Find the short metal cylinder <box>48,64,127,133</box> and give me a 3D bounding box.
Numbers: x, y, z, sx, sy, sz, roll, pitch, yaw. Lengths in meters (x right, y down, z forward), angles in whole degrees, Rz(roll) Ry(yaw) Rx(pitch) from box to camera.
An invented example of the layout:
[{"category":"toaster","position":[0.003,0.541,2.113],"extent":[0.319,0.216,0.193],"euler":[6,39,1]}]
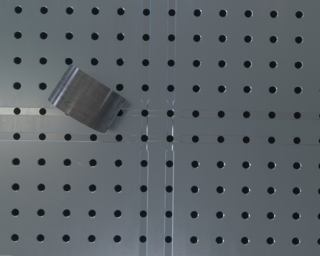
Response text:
[{"category":"short metal cylinder","position":[-0.089,-0.036,0.385],"extent":[0.080,0.080,0.050],"euler":[32,90,0]}]
